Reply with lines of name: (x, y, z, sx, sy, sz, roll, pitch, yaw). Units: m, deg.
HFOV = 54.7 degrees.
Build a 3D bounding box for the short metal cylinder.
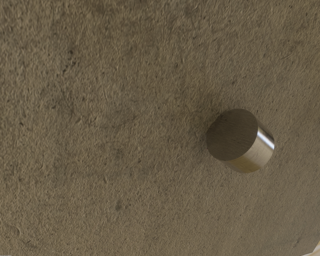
short metal cylinder: (0.115, 0.019, 0.445, 0.050, 0.080, 0.080, 34, 99, -39)
